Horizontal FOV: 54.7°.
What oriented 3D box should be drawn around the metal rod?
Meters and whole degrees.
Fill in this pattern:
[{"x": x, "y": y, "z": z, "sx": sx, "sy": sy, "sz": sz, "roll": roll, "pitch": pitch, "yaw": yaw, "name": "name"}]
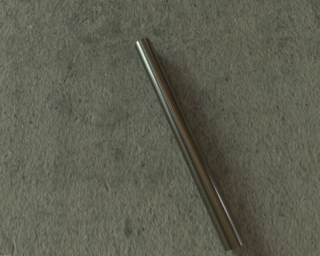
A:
[{"x": 0.031, "y": 0.007, "z": 0.405, "sx": 0.025, "sy": 0.025, "sz": 0.299, "roll": -21, "pitch": 72, "yaw": -8, "name": "metal rod"}]
